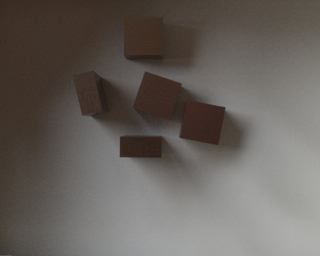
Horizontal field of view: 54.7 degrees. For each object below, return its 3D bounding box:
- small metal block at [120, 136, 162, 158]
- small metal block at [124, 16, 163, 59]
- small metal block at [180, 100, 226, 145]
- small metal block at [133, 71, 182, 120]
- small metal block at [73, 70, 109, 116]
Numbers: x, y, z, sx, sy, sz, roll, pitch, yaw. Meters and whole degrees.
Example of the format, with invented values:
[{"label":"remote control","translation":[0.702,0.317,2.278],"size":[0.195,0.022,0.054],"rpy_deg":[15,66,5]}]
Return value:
[{"label":"small metal block","translation":[-0.023,0.023,0.399],"size":[0.050,0.050,0.025],"rpy_deg":[1,90,0]},{"label":"small metal block","translation":[-0.021,-0.119,0.411],"size":[0.050,0.025,0.050],"rpy_deg":[0,90,0]},{"label":"small metal block","translation":[0.055,-0.007,0.412],"size":[0.050,0.025,0.050],"rpy_deg":[11,90,0]},{"label":"small metal block","translation":[-0.003,-0.042,0.411],"size":[0.050,0.025,0.050],"rpy_deg":[19,90,0]},{"label":"small metal block","translation":[-0.087,-0.042,0.398],"size":[0.025,0.050,0.050],"rpy_deg":[-13,90,0]}]
